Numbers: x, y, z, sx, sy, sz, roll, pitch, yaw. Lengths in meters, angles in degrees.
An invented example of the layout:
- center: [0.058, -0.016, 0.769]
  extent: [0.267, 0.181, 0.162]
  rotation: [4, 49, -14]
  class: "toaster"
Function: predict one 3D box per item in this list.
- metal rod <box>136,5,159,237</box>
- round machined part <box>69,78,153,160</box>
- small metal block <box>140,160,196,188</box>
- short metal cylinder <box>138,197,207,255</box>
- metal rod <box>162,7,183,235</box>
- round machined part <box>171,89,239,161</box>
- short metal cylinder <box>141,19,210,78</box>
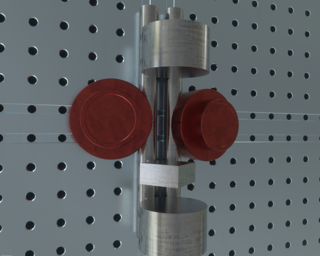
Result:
- center: [-0.016, -0.008, 0.406]
  extent: [0.025, 0.025, 0.298]
  rotation: [1, 90, -20]
  class: "metal rod"
- center: [-0.058, -0.011, 0.369]
  extent: [0.099, 0.042, 0.097]
  rotation: [0, 90, -6]
  class: "round machined part"
- center: [0.010, 0.055, 0.378]
  extent: [0.050, 0.050, 0.025]
  rotation: [2, 89, -62]
  class: "small metal block"
- center: [0.015, 0.115, 0.366]
  extent: [0.081, 0.080, 0.050]
  rotation: [1, 90, -20]
  class: "short metal cylinder"
- center: [0.017, -0.009, 0.418]
  extent: [0.025, 0.025, 0.298]
  rotation: [1, 90, -20]
  class: "metal rod"
- center: [0.067, -0.004, 0.414]
  extent: [0.099, 0.042, 0.097]
  rotation: [0, 91, -35]
  class: "round machined part"
- center: [0.018, -0.090, 0.366]
  extent: [0.081, 0.080, 0.050]
  rotation: [1, 90, -20]
  class: "short metal cylinder"
